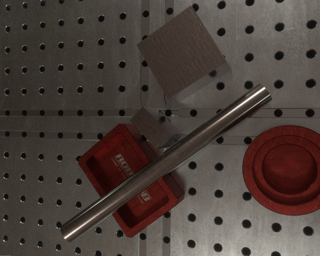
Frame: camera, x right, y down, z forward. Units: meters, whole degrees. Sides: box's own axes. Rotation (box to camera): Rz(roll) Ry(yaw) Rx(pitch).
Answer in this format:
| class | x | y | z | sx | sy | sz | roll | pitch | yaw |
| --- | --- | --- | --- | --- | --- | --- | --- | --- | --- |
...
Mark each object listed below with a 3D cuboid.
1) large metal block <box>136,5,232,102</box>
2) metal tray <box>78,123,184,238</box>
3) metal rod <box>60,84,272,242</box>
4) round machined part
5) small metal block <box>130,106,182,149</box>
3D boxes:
| class | x | y | z | sx | sy | sz | roll | pitch | yaw |
| --- | --- | --- | --- | --- | --- | --- | --- | --- | --- |
| large metal block | 0.031 | -0.089 | 0.388 | 0.080 | 0.050 | 0.080 | -32 | 80 | 17 |
| metal tray | -0.041 | 0.069 | 0.423 | 0.090 | 0.030 | 0.130 | -40 | 78 | 15 |
| metal rod | 0.004 | 0.045 | 0.380 | 0.300 | 0.025 | 0.025 | -36 | 79 | 4 |
| round machined part | 0.146 | 0.045 | 0.352 | 0.098 | 0.042 | 0.097 | 0 | 90 | 19 |
| small metal block | -0.004 | -0.001 | 0.400 | 0.050 | 0.050 | 0.025 | 46 | 104 | 14 |
